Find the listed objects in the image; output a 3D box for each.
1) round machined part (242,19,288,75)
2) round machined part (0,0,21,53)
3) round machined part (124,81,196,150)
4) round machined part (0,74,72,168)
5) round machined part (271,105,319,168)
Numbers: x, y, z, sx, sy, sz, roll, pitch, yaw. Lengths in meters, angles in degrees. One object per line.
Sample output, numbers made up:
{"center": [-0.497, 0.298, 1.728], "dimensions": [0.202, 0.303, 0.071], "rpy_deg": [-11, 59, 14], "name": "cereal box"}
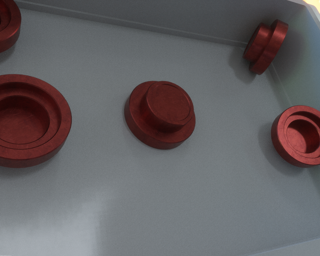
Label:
{"center": [0.182, -0.147, 0.551], "dimensions": [0.042, 0.097, 0.098], "rpy_deg": [26, 52, 2], "name": "round machined part"}
{"center": [-0.214, -0.119, 0.353], "dimensions": [0.099, 0.042, 0.098], "rpy_deg": [14, 56, -21], "name": "round machined part"}
{"center": [0.006, -0.024, 0.414], "dimensions": [0.099, 0.042, 0.098], "rpy_deg": [14, 56, -21], "name": "round machined part"}
{"center": [-0.145, -0.004, 0.319], "dimensions": [0.099, 0.042, 0.098], "rpy_deg": [14, 56, -21], "name": "round machined part"}
{"center": [0.224, 0.016, 0.495], "dimensions": [0.099, 0.042, 0.098], "rpy_deg": [3, 70, -8], "name": "round machined part"}
